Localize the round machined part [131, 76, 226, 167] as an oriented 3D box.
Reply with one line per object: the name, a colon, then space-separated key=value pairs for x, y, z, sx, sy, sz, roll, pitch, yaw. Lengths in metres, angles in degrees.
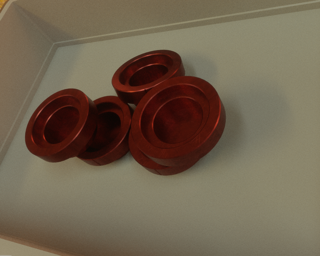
round machined part: x=0.022 y=-0.004 z=0.331 sx=0.098 sy=0.042 sz=0.098 roll=-13 pitch=56 yaw=21

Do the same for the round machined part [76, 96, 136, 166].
round machined part: x=-0.073 y=0.007 z=0.427 sx=0.098 sy=0.042 sz=0.098 roll=-13 pitch=56 yaw=21

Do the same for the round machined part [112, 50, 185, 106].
round machined part: x=-0.013 y=-0.063 z=0.426 sx=0.098 sy=0.042 sz=0.098 roll=-13 pitch=39 yaw=12

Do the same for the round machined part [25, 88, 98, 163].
round machined part: x=-0.122 y=0.000 z=0.403 sx=0.098 sy=0.042 sz=0.098 roll=-13 pitch=56 yaw=21

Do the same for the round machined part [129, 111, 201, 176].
round machined part: x=0.015 y=0.013 z=0.378 sx=0.098 sy=0.042 sz=0.098 roll=-13 pitch=56 yaw=21
